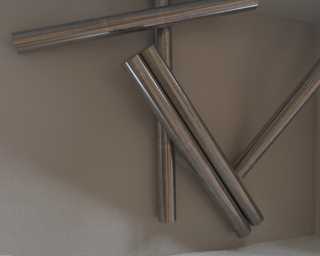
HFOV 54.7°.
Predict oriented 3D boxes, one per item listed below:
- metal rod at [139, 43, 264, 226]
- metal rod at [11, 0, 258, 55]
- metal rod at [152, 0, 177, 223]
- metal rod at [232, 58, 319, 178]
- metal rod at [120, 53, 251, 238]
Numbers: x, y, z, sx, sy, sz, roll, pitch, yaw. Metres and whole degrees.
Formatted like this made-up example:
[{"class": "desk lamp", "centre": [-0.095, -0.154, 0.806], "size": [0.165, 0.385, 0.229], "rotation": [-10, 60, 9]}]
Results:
[{"class": "metal rod", "centre": [0.063, 0.022, 0.418], "size": [0.025, 0.025, 0.299], "rotation": [-40, 110, -16]}, {"class": "metal rod", "centre": [-0.020, -0.132, 0.381], "size": [0.302, 0.025, 0.025], "rotation": [-14, 95, -12]}, {"class": "metal rod", "centre": [0.006, -0.026, 0.413], "size": [0.025, 0.025, 0.298], "rotation": [-2, 91, -20]}, {"class": "metal rod", "centre": [0.202, -0.052, 0.433], "size": [0.025, 0.025, 0.299], "rotation": [34, 99, -17]}, {"class": "metal rod", "centre": [0.044, 0.036, 0.407], "size": [0.025, 0.025, 0.299], "rotation": [-40, 111, -16]}]
